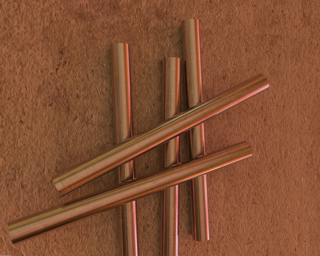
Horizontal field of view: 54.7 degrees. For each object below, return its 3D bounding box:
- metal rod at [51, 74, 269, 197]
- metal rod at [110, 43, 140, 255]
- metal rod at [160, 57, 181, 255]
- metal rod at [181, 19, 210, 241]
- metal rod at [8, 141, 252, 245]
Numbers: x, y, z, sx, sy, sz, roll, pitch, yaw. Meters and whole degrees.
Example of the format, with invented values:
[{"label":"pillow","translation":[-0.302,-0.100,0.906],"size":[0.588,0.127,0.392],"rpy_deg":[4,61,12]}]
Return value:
[{"label":"metal rod","translation":[0.015,0.000,0.386],"size":[0.302,0.025,0.025],"rpy_deg":[-27,99,-18]},{"label":"metal rod","translation":[-0.044,0.045,0.392],"size":[0.025,0.025,0.298],"rpy_deg":[-3,91,-20]},{"label":"metal rod","translation":[0.014,0.057,0.413],"size":[0.025,0.025,0.298],"rpy_deg":[1,90,-20]},{"label":"metal rod","translation":[0.049,0.004,0.426],"size":[0.025,0.025,0.298],"rpy_deg":[-3,91,-20]},{"label":"metal rod","translation":[-0.018,0.070,0.374],"size":[0.302,0.025,0.025],"rpy_deg":[-17,96,-19]}]
